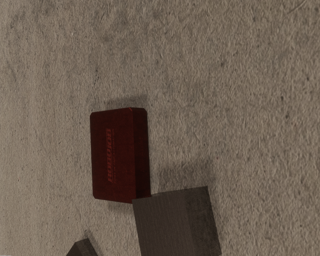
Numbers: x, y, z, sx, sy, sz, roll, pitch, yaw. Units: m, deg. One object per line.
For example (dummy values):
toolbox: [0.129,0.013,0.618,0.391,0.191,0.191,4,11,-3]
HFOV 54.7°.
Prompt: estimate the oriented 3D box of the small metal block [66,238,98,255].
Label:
small metal block: [-0.127,0.219,0.507,0.050,0.025,0.050,49,119,28]

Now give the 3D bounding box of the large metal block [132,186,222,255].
large metal block: [0.018,0.118,0.372,0.080,0.050,0.080,-18,79,38]

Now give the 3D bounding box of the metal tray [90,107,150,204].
metal tray: [-0.060,0.039,0.449,0.090,0.030,0.129,-4,87,39]
